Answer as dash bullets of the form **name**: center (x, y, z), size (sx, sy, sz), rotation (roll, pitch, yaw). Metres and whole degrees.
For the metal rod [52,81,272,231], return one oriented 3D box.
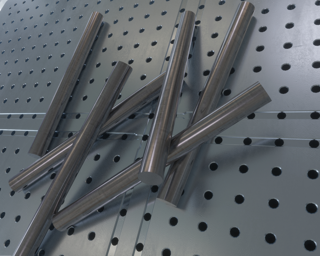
- **metal rod**: center (-0.011, 0.042, 0.361), size (0.300, 0.025, 0.025), rotation (-34, 51, 16)

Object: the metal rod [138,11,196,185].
- **metal rod**: center (0.018, -0.063, 0.399), size (0.025, 0.025, 0.300), rotation (-8, 46, 24)

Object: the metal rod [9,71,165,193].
- **metal rod**: center (-0.097, 0.004, 0.458), size (0.300, 0.025, 0.025), rotation (-34, 51, 5)

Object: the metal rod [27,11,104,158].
- **metal rod**: center (-0.158, -0.087, 0.546), size (0.025, 0.025, 0.300), rotation (1, 62, 29)

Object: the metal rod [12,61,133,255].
- **metal rod**: center (-0.116, 0.043, 0.421), size (0.025, 0.025, 0.299), rotation (20, 79, 35)

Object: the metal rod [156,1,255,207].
- **metal rod**: center (0.066, -0.044, 0.401), size (0.025, 0.025, 0.300), rotation (12, 67, 33)
